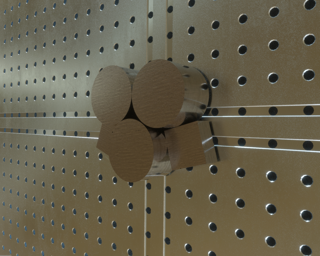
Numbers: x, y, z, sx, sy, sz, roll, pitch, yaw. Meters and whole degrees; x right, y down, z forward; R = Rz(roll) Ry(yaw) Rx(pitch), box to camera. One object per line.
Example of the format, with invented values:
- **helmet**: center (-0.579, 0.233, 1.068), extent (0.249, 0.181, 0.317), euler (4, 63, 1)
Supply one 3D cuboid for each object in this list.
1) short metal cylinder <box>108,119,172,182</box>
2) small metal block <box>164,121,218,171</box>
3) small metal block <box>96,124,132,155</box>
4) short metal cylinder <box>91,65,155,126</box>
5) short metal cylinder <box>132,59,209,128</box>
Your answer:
- **short metal cylinder**: center (-0.022, 0.028, 0.406), extent (0.080, 0.050, 0.079), euler (0, 90, 40)
- **small metal block**: center (0.037, 0.022, 0.375), extent (0.050, 0.025, 0.050), euler (-18, 79, 38)
- **small metal block**: center (-0.064, 0.015, 0.457), extent (0.050, 0.025, 0.050), euler (26, 107, 37)
- **short metal cylinder**: center (-0.050, -0.043, 0.429), extent (0.080, 0.050, 0.079), euler (0, 90, 40)
- **short metal cylinder**: center (0.012, -0.040, 0.378), extent (0.080, 0.050, 0.079), euler (0, 90, 40)
